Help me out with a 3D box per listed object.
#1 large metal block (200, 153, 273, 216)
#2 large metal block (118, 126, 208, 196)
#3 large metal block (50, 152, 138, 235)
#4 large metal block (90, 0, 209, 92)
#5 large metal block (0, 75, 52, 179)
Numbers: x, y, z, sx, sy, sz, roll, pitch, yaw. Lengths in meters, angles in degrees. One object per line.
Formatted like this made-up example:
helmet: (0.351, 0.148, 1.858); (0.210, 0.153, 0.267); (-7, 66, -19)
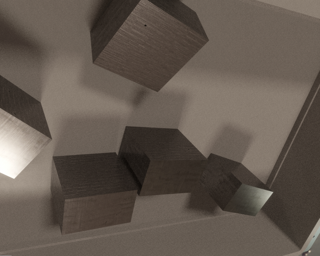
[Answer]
large metal block: (0.117, 0.091, 0.496); (0.080, 0.080, 0.050); (20, 108, -36)
large metal block: (0.000, 0.040, 0.400); (0.081, 0.080, 0.050); (3, 117, -30)
large metal block: (-0.083, 0.074, 0.375); (0.081, 0.080, 0.050); (-2, 119, -28)
large metal block: (-0.013, -0.092, 0.311); (0.080, 0.050, 0.080); (20, 132, -36)
large metal block: (-0.154, -0.011, 0.282); (0.050, 0.080, 0.080); (-46, 130, 3)
